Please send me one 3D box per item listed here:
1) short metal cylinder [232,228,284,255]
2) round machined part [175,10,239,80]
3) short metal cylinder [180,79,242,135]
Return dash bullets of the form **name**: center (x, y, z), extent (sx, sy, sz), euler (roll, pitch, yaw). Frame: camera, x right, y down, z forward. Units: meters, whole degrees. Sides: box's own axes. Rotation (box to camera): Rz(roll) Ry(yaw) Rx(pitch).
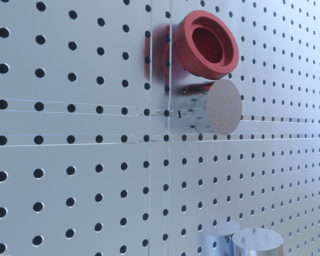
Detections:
- **short metal cylinder**: center (0.162, 0.206, 0.510), extent (0.081, 0.080, 0.050), euler (-11, 97, -40)
- **round machined part**: center (0.061, -0.111, 0.436), extent (0.099, 0.042, 0.098), euler (13, 64, -30)
- **short metal cylinder**: center (0.076, -0.030, 0.456), extent (0.081, 0.050, 0.079), euler (-1, 91, -40)
